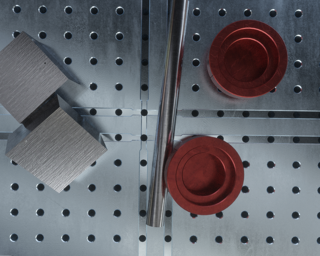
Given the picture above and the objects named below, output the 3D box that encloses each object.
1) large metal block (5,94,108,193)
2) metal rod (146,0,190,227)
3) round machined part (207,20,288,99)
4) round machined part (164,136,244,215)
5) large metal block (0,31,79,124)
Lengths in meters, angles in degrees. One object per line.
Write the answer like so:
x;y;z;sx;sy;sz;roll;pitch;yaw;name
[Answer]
-0.126;0.019;0.383;0.080;0.050;0.080;-42;121;0;large metal block
0.010;-0.020;0.413;0.025;0.025;0.298;7;90;0;metal rod
0.110;-0.087;0.406;0.099;0.042;0.097;0;90;0;round machined part
0.054;0.058;0.401;0.099;0.042;0.097;0;92;-9;round machined part
-0.168;-0.062;0.399;0.080;0.050;0.080;-43;90;0;large metal block
